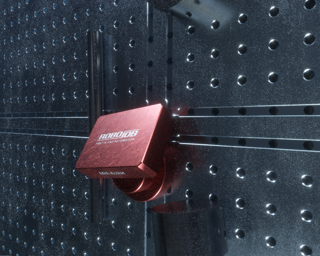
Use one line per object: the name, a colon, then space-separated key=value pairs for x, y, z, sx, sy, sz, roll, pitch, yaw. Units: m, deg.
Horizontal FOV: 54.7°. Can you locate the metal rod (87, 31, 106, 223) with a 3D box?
metal rod: x=-0.101 y=-0.002 z=0.492 sx=0.025 sy=0.025 sz=0.298 roll=-2 pitch=89 yaw=40

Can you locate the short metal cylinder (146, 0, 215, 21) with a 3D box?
short metal cylinder: x=0.025 y=-0.176 z=0.372 sx=0.080 sy=0.050 sz=0.080 roll=0 pitch=90 yaw=40

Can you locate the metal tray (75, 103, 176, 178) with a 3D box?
metal tray: x=-0.048 y=0.020 z=0.415 sx=0.130 sy=0.030 sz=0.090 roll=-8 pitch=51 yaw=40

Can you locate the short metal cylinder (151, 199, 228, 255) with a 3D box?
short metal cylinder: x=0.033 y=0.112 z=0.347 sx=0.080 sy=0.081 sz=0.050 roll=-10 pitch=84 yaw=39

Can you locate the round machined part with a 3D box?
round machined part: x=-0.031 y=0.052 z=0.424 sx=0.098 sy=0.042 sz=0.097 roll=0 pitch=90 yaw=40
